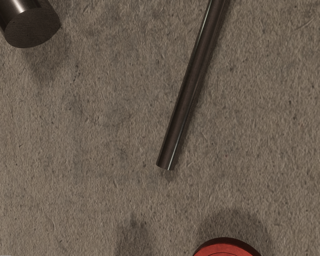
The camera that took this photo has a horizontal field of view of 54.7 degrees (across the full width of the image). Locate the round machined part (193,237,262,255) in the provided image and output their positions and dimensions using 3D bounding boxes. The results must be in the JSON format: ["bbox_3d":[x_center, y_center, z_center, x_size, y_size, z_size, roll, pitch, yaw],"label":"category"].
[{"bbox_3d":[0.083,0.179,0.370,0.098,0.042,0.097,0,90,19],"label":"round machined part"}]

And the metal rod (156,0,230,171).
[{"bbox_3d":[0.052,-0.090,0.390,0.025,0.025,0.298,20,96,18],"label":"metal rod"}]

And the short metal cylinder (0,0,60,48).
[{"bbox_3d":[-0.194,-0.161,0.447,0.080,0.080,0.050,-37,79,16],"label":"short metal cylinder"}]
